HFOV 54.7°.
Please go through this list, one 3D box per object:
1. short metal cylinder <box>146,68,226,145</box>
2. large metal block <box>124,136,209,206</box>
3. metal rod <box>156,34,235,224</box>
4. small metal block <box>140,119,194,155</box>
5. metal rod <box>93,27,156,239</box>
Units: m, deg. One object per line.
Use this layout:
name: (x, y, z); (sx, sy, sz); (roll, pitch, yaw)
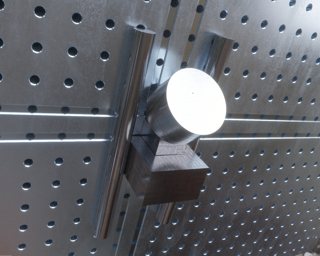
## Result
short metal cylinder: (0.031, -0.024, 0.369); (0.081, 0.050, 0.080); (9, 70, -27)
large metal block: (0.003, 0.052, 0.406); (0.081, 0.080, 0.050); (1, 118, -29)
metal rod: (0.044, 0.017, 0.446); (0.025, 0.025, 0.298); (2, 118, -29)
small metal block: (0.009, 0.011, 0.406); (0.050, 0.050, 0.025); (1, 118, -30)
metal rod: (-0.052, 0.025, 0.398); (0.025, 0.025, 0.298); (1, 118, -29)
